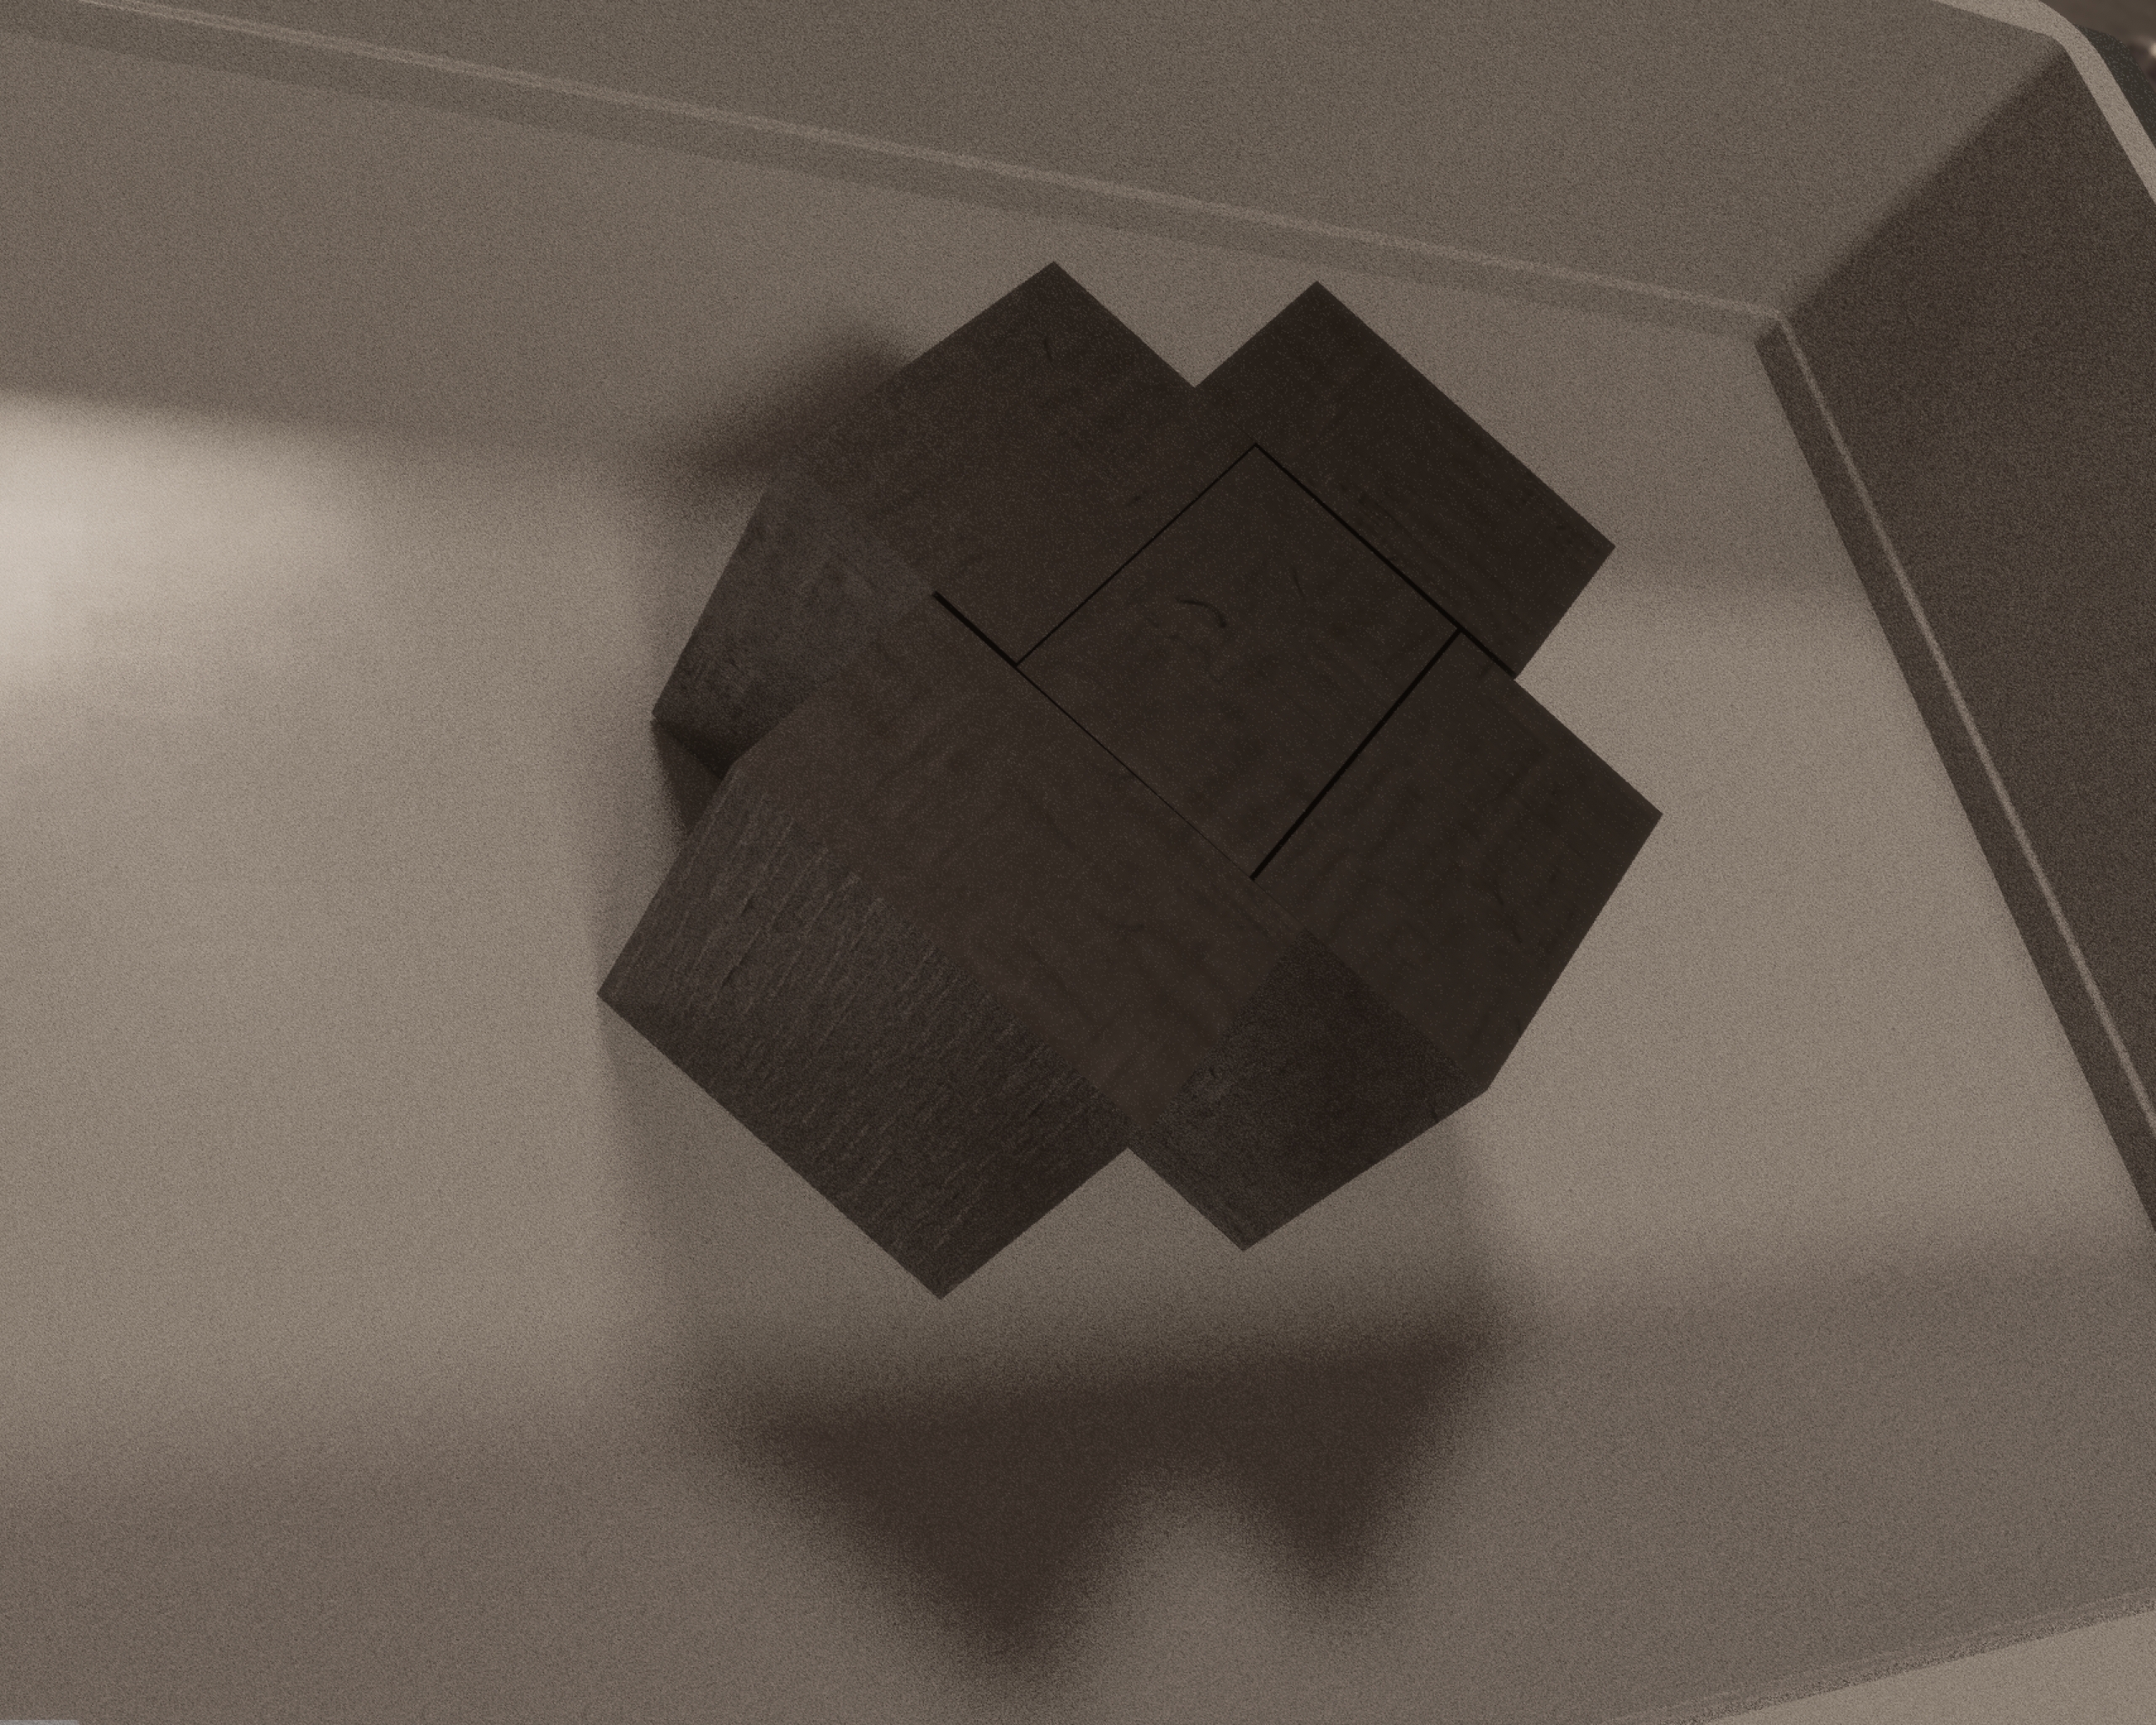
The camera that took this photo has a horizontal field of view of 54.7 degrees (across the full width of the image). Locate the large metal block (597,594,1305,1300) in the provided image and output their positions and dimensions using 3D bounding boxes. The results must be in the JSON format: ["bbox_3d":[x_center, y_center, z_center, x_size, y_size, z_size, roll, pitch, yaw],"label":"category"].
[{"bbox_3d":[-0.024,0.017,0.348,0.080,0.080,0.050,42,51,0],"label":"large metal block"}]

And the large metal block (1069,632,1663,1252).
[{"bbox_3d":[0.051,0.016,0.389,0.050,0.080,0.080,43,51,0],"label":"large metal block"}]

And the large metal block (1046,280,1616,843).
[{"bbox_3d":[0.048,-0.057,0.432,0.080,0.080,0.050,42,51,0],"label":"large metal block"}]

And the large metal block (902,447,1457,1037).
[{"bbox_3d":[0.013,-0.019,0.389,0.050,0.080,0.080,43,51,0],"label":"large metal block"}]

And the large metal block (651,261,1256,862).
[{"bbox_3d":[-0.024,-0.053,0.389,0.050,0.080,0.080,43,51,0],"label":"large metal block"}]
